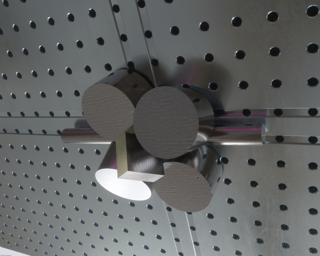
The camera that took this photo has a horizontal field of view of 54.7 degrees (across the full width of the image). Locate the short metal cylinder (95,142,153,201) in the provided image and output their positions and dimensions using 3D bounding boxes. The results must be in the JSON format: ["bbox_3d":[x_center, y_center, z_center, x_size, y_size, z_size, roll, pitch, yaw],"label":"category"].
[{"bbox_3d":[-0.043,0.059,0.433,0.080,0.050,0.080,14,143,11],"label":"short metal cylinder"}]

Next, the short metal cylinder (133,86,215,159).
[{"bbox_3d":[0.017,-0.008,0.360,0.080,0.050,0.079,3,97,28],"label":"short metal cylinder"}]

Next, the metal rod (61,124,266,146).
[{"bbox_3d":[-0.015,0.010,0.420,0.300,0.025,0.025,-1,118,28],"label":"metal rod"}]

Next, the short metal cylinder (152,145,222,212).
[{"bbox_3d":[0.037,0.064,0.410,0.080,0.050,0.079,13,124,21],"label":"short metal cylinder"}]

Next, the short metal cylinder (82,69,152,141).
[{"bbox_3d":[-0.052,-0.029,0.399,0.080,0.050,0.079,13,124,21],"label":"short metal cylinder"}]

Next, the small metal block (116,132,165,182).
[{"bbox_3d":[-0.025,0.036,0.380,0.050,0.050,0.025,13,146,-32],"label":"small metal block"}]
